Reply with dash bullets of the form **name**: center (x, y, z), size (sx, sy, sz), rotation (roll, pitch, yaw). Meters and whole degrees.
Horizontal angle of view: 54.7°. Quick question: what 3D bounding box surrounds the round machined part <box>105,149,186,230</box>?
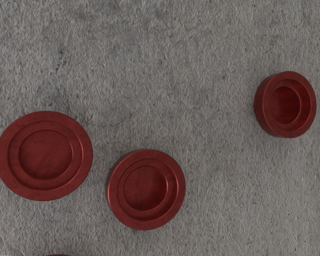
- **round machined part**: center (-0.020, 0.075, 0.392), size (0.099, 0.042, 0.097), rotation (0, 90, -20)

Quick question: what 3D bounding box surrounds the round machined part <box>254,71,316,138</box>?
- **round machined part**: center (0.182, -0.034, 0.467), size (0.099, 0.042, 0.097), rotation (0, 90, -20)

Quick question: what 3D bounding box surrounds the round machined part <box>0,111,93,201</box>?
- **round machined part**: center (-0.129, 0.030, 0.352), size (0.099, 0.042, 0.097), rotation (0, 90, -20)
